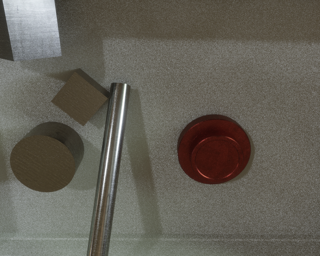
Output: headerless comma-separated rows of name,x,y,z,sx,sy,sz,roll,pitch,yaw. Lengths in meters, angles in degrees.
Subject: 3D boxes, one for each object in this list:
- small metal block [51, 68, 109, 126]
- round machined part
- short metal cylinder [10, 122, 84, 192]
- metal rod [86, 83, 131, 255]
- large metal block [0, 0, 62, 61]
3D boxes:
small metal block,-0.100,-0.039,0.395,0.050,0.025,0.050,40,105,-14
round machined part,0.073,0.034,0.416,0.099,0.042,0.097,0,110,-1
short metal cylinder,-0.146,0.037,0.410,0.081,0.050,0.079,0,110,-1
metal rod,-0.067,0.093,0.375,0.025,0.025,0.298,7,83,-3
large metal block,-0.153,-0.118,0.330,0.050,0.080,0.079,-20,117,-41
